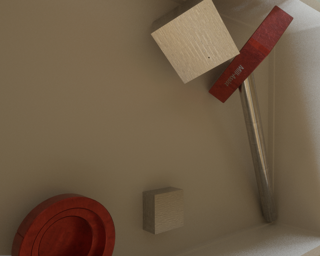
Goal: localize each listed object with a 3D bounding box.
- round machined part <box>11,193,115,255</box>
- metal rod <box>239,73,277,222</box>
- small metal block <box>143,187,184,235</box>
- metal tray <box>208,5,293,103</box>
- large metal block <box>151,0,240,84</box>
[{"bbox_3d":[-0.099,0.115,0.314,0.099,0.042,0.097,0,90,-40],"label":"round machined part"},{"bbox_3d":[0.167,0.041,0.523,0.025,0.025,0.298,-37,121,-34],"label":"metal rod"},{"bbox_3d":[0.005,0.108,0.413,0.050,0.025,0.050,-1,91,-40],"label":"small metal block"},{"bbox_3d":[0.127,-0.102,0.449,0.030,0.129,0.090,38,61,3],"label":"metal tray"},{"bbox_3d":[0.045,-0.118,0.401,0.080,0.080,0.050,52,22,-28],"label":"large metal block"}]
